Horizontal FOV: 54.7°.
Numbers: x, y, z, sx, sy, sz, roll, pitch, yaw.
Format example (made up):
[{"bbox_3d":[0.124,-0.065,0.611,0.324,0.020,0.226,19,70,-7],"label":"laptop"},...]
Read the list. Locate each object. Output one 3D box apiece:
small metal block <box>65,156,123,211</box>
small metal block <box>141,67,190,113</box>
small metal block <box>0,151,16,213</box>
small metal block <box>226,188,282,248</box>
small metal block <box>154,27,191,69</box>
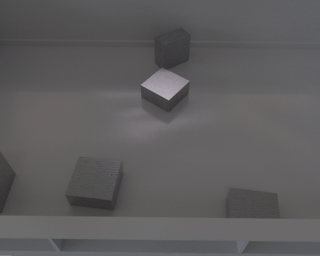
[{"bbox_3d":[-0.073,0.062,0.352,0.050,0.025,0.050,6,50,5],"label":"small metal block"},{"bbox_3d":[0.008,-0.056,0.452,0.050,0.025,0.050,31,56,23],"label":"small metal block"},{"bbox_3d":[-0.187,0.059,0.338,0.025,0.050,0.050,0,50,0],"label":"small metal block"},{"bbox_3d":[0.097,0.094,0.326,0.050,0.025,0.050,6,50,5],"label":"small metal block"},{"bbox_3d":[0.020,-0.125,0.494,0.050,0.050,0.025,-27,55,-21],"label":"small metal block"}]
